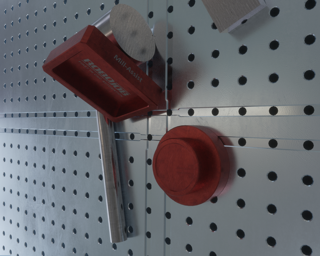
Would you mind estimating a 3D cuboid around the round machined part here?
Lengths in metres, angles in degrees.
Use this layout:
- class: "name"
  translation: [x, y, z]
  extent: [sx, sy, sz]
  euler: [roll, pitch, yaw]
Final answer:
- class: "round machined part"
  translation: [0.029, 0.045, 0.374]
  extent: [0.098, 0.042, 0.097]
  euler: [0, 90, 40]

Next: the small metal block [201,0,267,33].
- class: "small metal block"
  translation: [0.078, -0.139, 0.336]
  extent: [0.050, 0.025, 0.050]
  euler: [-30, 89, 36]

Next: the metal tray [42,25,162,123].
- class: "metal tray"
  translation: [-0.072, -0.062, 0.403]
  extent: [0.090, 0.130, 0.030]
  euler: [-17, 47, 39]

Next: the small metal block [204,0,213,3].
- class: "small metal block"
  translation: [0.060, -0.185, 0.359]
  extent: [0.050, 0.025, 0.050]
  euler: [-33, 69, 35]

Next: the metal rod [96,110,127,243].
- class: "metal rod"
  translation: [-0.081, 0.020, 0.476]
  extent: [0.025, 0.025, 0.298]
  euler: [-13, 82, 39]

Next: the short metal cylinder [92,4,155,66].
- class: "short metal cylinder"
  translation: [-0.052, -0.117, 0.417]
  extent: [0.050, 0.081, 0.080]
  euler: [-20, 78, 38]
